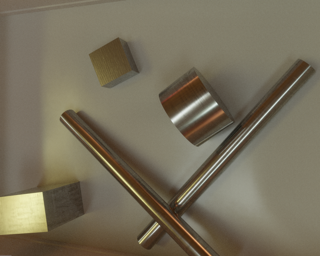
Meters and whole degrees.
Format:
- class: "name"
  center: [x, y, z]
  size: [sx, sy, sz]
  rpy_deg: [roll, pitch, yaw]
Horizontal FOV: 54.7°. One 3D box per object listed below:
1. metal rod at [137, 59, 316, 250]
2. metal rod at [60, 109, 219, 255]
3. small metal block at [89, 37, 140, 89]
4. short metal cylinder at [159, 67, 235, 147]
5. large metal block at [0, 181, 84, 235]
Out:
- class: "metal rod"
  center: [0.073, 0.041, 0.384]
  size: [0.025, 0.025, 0.299]
  rpy_deg: [43, 103, 14]
- class: "metal rod"
  center: [-0.033, 0.074, 0.401]
  size: [0.300, 0.025, 0.025]
  rpy_deg: [41, 103, 22]
- class: "small metal block"
  center: [-0.064, -0.090, 0.432]
  size: [0.050, 0.025, 0.050]
  rpy_deg: [-24, 82, 18]
- class: "short metal cylinder"
  center: [0.044, -0.025, 0.365]
  size: [0.050, 0.080, 0.080]
  rpy_deg: [-36, 79, 16]
- class: "large metal block"
  center: [-0.168, 0.111, 0.439]
  size: [0.080, 0.080, 0.050]
  rpy_deg: [-10, 87, 19]
